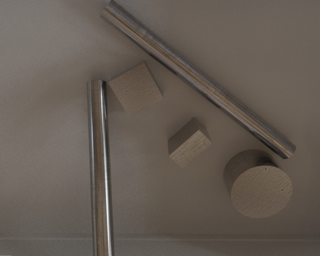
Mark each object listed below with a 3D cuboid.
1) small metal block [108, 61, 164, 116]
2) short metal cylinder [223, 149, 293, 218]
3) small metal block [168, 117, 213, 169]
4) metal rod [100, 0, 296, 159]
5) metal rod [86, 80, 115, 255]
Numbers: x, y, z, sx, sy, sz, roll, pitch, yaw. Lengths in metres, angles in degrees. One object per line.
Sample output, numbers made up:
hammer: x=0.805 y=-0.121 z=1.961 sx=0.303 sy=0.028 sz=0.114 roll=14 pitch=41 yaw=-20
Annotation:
small metal block: x=-0.029 y=-0.050 z=0.392 sx=0.050 sy=0.025 sz=0.050 roll=-27 pitch=108 yaw=9
short metal cylinder: x=0.133 y=0.076 z=0.428 sx=0.081 sy=0.050 sz=0.079 roll=0 pitch=110 yaw=-1
small metal block: x=0.038 y=0.018 z=0.405 sx=0.050 sy=0.050 sz=0.025 roll=-43 pitch=105 yaw=14
metal rod: x=0.057 y=-0.053 z=0.392 sx=0.301 sy=0.025 sz=0.025 roll=36 pitch=106 yaw=-13
metal rod: x=-0.071 y=0.090 z=0.375 sx=0.025 sy=0.025 sz=0.298 roll=-4 pitch=84 yaw=1
